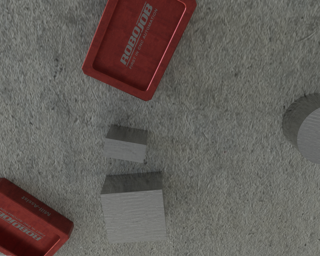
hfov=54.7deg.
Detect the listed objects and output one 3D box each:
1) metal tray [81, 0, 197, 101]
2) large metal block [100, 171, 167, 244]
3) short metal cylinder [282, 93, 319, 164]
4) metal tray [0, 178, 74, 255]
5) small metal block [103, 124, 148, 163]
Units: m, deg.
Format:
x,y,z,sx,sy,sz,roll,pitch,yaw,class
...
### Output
x,y,z,sx,sy,sz,roll,pitch,yaw,class
-0.026,-0.108,0.366,0.090,0.030,0.129,24,108,-9,metal tray
-0.034,0.111,0.437,0.080,0.050,0.079,-5,110,1,large metal block
0.207,0.000,0.399,0.081,0.050,0.079,0,110,0,short metal cylinder
-0.208,0.145,0.458,0.130,0.030,0.090,39,105,-13,metal tray
-0.044,0.019,0.403,0.050,0.050,0.025,10,110,-4,small metal block
